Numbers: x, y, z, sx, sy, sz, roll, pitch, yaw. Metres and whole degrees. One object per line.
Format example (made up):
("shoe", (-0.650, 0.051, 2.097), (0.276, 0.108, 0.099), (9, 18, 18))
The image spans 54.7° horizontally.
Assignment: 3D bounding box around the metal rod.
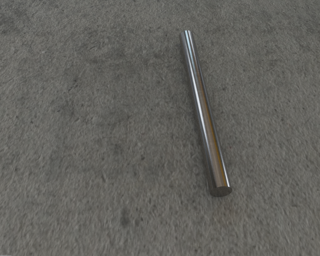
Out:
("metal rod", (0.057, -0.044, 0.440), (0.025, 0.025, 0.300), (-3, 50, -3))
